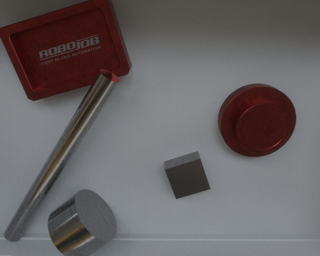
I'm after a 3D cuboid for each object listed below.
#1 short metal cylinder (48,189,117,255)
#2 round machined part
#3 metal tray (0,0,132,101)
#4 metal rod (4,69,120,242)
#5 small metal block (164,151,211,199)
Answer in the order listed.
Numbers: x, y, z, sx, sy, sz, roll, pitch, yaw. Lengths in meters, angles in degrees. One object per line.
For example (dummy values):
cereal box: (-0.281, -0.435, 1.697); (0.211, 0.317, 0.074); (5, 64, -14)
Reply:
short metal cylinder: (-0.106, 0.133, 0.430); (0.050, 0.080, 0.080); (-38, 106, 12)
round machined part: (0.128, -0.006, 0.402); (0.099, 0.042, 0.097); (0, 110, -1)
metal tray: (-0.109, -0.093, 0.372); (0.131, 0.030, 0.089); (-15, 110, 5)
metal rod: (-0.140, 0.051, 0.411); (0.025, 0.025, 0.298); (32, 113, -12)
small metal block: (0.038, 0.066, 0.436); (0.050, 0.025, 0.050); (-18, 109, 6)
